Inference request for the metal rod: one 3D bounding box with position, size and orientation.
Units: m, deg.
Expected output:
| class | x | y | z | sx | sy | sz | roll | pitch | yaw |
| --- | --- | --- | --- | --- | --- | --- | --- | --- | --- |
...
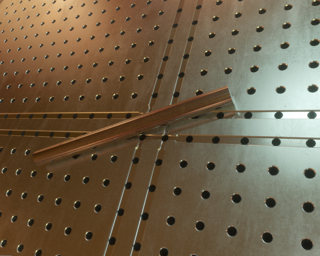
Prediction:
| class | x | y | z | sx | sy | sz | roll | pitch | yaw |
| --- | --- | --- | --- | --- | --- | --- | --- | --- | --- |
| metal rod | -0.048 | 0.003 | 0.430 | 0.301 | 0.025 | 0.025 | -18 | 55 | 17 |
